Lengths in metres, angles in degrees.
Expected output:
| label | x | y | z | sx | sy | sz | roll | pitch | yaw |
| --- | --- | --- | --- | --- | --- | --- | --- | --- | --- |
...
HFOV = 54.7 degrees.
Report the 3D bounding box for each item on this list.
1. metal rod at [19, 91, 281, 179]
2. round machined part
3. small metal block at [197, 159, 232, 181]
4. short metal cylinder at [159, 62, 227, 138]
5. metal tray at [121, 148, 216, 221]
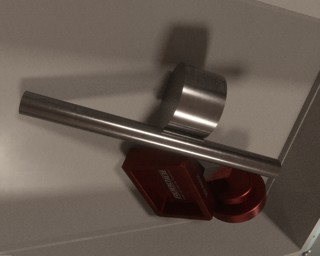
| label | x | y | z | sx | sy | sz | roll | pitch | yaw |
| --- | --- | --- | --- | --- | --- | --- | --- | --- | --- |
| metal rod | 0.001 | 0.012 | 0.352 | 0.302 | 0.025 | 0.025 | 15 | 112 | -13 |
| round machined part | 0.114 | 0.094 | 0.484 | 0.099 | 0.098 | 0.042 | -29 | 129 | -10 |
| small metal block | 0.073 | 0.053 | 0.467 | 0.050 | 0.050 | 0.025 | -6 | 121 | -26 |
| short metal cylinder | 0.037 | -0.032 | 0.367 | 0.050 | 0.080 | 0.079 | 16 | 111 | -14 |
| metal tray | 0.016 | 0.080 | 0.429 | 0.090 | 0.030 | 0.130 | -4 | 134 | 27 |
